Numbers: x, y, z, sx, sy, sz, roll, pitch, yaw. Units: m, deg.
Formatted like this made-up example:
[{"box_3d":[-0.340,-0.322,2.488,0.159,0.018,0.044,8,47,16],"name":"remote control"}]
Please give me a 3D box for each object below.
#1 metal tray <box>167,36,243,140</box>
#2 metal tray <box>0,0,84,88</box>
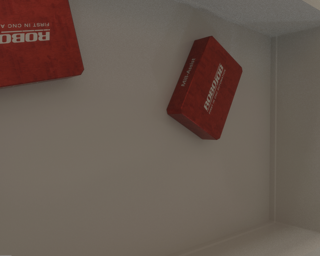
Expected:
[{"box_3d":[0.071,-0.058,0.462,0.090,0.030,0.130,34,69,-35],"name":"metal tray"},{"box_3d":[-0.143,-0.083,0.283,0.131,0.030,0.089,-18,102,-38],"name":"metal tray"}]
